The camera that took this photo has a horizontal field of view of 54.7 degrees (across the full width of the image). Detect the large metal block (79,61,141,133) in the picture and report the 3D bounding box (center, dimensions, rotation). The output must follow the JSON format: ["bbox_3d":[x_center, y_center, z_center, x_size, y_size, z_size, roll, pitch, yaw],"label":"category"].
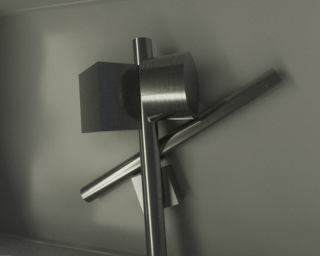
[{"bbox_3d":[-0.067,-0.035,0.397,0.080,0.050,0.079,-5,88,60],"label":"large metal block"}]

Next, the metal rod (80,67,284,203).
[{"bbox_3d":[0.016,0.018,0.402,0.300,0.025,0.025,-33,80,16],"label":"metal rod"}]

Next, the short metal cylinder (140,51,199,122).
[{"bbox_3d":[0.014,-0.048,0.373,0.050,0.080,0.080,-5,89,18],"label":"short metal cylinder"}]

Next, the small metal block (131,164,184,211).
[{"bbox_3d":[-0.003,0.081,0.409,0.050,0.025,0.050,-22,83,18],"label":"small metal block"}]

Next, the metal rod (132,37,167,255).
[{"bbox_3d":[-0.012,0.038,0.385,0.025,0.025,0.298,-5,87,19],"label":"metal rod"}]
